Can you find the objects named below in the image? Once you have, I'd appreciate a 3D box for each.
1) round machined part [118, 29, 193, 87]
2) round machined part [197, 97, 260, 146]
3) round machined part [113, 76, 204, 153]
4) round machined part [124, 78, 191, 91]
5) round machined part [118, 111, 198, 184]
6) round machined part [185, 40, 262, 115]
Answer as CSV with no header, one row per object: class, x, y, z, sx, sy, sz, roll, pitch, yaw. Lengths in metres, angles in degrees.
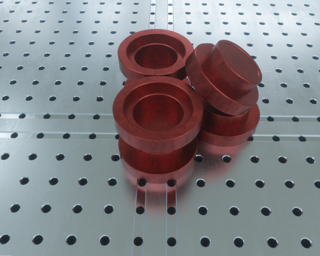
round machined part,-0.005,-0.087,0.415,0.099,0.042,0.098,0,50,0
round machined part,0.086,-0.026,0.420,0.099,0.042,0.098,0,50,0
round machined part,-0.002,-0.011,0.351,0.099,0.042,0.098,0,50,0
round machined part,-0.003,-0.059,0.448,0.099,0.042,0.098,0,50,0
round machined part,-0.003,0.016,0.384,0.099,0.042,0.098,0,50,0
round machined part,0.082,-0.066,0.371,0.099,0.042,0.098,22,45,-24
